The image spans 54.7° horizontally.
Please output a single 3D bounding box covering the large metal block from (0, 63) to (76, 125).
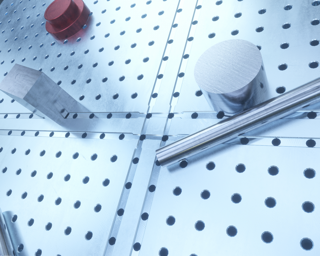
[{"bbox_3d":[-0.202,-0.055,0.510,0.080,0.080,0.050,20,72,35],"label":"large metal block"}]

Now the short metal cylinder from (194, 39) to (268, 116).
[{"bbox_3d":[0.089,-0.062,0.383,0.080,0.050,0.080,-13,56,20],"label":"short metal cylinder"}]

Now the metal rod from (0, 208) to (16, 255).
[{"bbox_3d":[-0.167,0.209,0.365,0.025,0.025,0.300,-43,51,-2],"label":"metal rod"}]

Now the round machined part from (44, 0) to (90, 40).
[{"bbox_3d":[-0.199,-0.235,0.643,0.098,0.042,0.098,-13,56,20],"label":"round machined part"}]

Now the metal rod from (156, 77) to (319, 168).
[{"bbox_3d":[0.134,-0.023,0.351,0.301,0.025,0.025,-25,53,12],"label":"metal rod"}]
